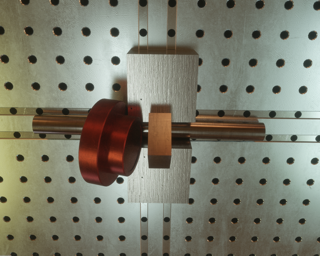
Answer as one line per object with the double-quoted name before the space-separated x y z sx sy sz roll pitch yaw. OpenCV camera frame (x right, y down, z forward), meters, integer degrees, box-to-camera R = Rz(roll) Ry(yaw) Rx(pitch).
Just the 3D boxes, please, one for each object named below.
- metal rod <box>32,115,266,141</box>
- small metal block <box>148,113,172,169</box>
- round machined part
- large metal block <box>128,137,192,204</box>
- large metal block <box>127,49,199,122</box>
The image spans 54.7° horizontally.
"metal rod" -0.013 0.000 0.413 0.302 0.025 0.025 2 110 -1
"small metal block" 0.000 0.016 0.359 0.025 0.050 0.050 1 66 0
"round machined part" -0.049 0.018 0.350 0.042 0.098 0.097 9 111 12
"large metal block" -0.001 0.054 0.420 0.081 0.050 0.079 1 110 -1
"large metal block" 0.003 -0.053 0.380 0.081 0.050 0.079 1 110 -1
